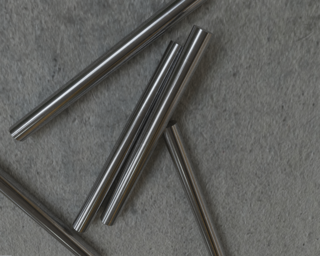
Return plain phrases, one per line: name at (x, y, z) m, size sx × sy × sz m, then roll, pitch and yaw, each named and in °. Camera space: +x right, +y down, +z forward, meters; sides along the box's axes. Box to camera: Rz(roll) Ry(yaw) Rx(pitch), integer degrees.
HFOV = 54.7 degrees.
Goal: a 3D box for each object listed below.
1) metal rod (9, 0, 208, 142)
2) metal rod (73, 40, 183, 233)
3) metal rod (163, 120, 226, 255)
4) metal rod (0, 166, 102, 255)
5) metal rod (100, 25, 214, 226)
metal rod at (-0.068, -0.076, 0.380) m, size 0.300 × 0.025 × 0.025 m, roll -35°, pitch 107°, yaw 11°
metal rod at (-0.047, 0.023, 0.417) m, size 0.025 × 0.025 × 0.298 m, roll 27°, pitch 108°, yaw -10°
metal rod at (0.062, 0.126, 0.457) m, size 0.025 × 0.025 × 0.298 m, roll -19°, pitch 109°, yaw 6°
metal rod at (-0.195, 0.104, 0.445) m, size 0.025 × 0.025 × 0.300 m, roll -38°, pitch 106°, yaw 12°
metal rod at (-0.014, 0.014, 0.399) m, size 0.025 × 0.025 × 0.298 m, roll 23°, pitch 114°, yaw -9°
